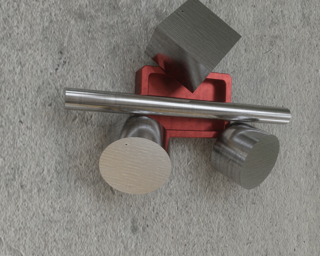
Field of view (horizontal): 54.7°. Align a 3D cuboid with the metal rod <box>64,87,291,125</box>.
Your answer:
[{"bbox_3d":[0.037,-0.025,0.392,0.302,0.025,0.025,3,89,-20],"label":"metal rod"}]

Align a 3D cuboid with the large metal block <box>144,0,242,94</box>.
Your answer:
[{"bbox_3d":[0.041,-0.105,0.389,0.080,0.050,0.080,41,60,0],"label":"large metal block"}]

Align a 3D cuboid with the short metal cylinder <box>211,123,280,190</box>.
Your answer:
[{"bbox_3d":[0.117,0.036,0.423,0.081,0.050,0.079,-20,123,-33],"label":"short metal cylinder"}]

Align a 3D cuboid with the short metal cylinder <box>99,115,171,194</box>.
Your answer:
[{"bbox_3d":[-0.027,0.031,0.367,0.081,0.050,0.079,0,120,0],"label":"short metal cylinder"}]

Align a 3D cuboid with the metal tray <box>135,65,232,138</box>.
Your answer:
[{"bbox_3d":[0.032,-0.032,0.420,0.131,0.030,0.089,2,89,-20],"label":"metal tray"}]
